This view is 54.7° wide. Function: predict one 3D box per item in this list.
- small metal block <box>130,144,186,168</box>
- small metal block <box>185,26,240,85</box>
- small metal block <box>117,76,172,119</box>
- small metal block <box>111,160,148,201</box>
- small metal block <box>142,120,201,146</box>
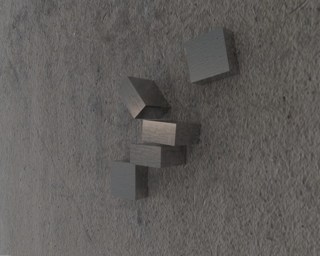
[{"bbox_3d":[-0.002,0.033,0.390,0.050,0.050,0.025,2,92,40],"label":"small metal block"},{"bbox_3d":[0.060,-0.081,0.356,0.050,0.025,0.050,-13,82,39],"label":"small metal block"},{"bbox_3d":[-0.020,-0.039,0.406,0.025,0.050,0.050,-47,62,30],"label":"small metal block"},{"bbox_3d":[-0.044,0.073,0.442,0.050,0.025,0.050,0,90,40],"label":"small metal block"},{"bbox_3d":[0.014,0.005,0.377,0.050,0.050,0.025,8,95,40],"label":"small metal block"}]
